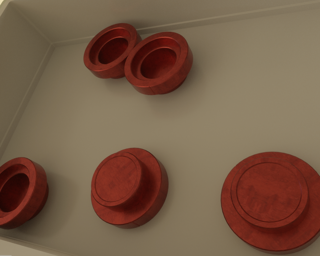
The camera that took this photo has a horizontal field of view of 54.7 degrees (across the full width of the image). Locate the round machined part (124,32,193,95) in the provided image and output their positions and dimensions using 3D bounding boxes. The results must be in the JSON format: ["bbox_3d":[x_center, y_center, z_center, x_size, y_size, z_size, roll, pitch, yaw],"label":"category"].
[{"bbox_3d":[0.001,-0.087,0.446,0.098,0.042,0.098,-13,56,20],"label":"round machined part"}]

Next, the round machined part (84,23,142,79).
[{"bbox_3d":[-0.071,-0.119,0.503,0.098,0.042,0.098,-13,56,20],"label":"round machined part"}]

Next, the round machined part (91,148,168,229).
[{"bbox_3d":[-0.043,0.068,0.374,0.098,0.042,0.098,-13,56,20],"label":"round machined part"}]

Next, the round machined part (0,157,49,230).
[{"bbox_3d":[-0.199,0.094,0.439,0.098,0.042,0.098,-13,56,20],"label":"round machined part"}]

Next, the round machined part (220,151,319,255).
[{"bbox_3d":[0.106,0.067,0.298,0.098,0.042,0.098,-13,56,20],"label":"round machined part"}]
